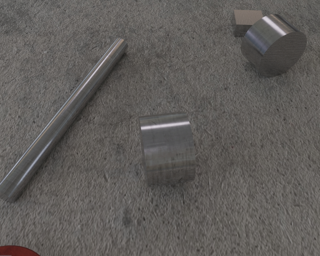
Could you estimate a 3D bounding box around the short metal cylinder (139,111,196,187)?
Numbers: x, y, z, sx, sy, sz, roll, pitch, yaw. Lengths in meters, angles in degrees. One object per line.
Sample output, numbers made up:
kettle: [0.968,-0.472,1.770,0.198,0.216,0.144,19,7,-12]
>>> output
short metal cylinder: [0.006,0.024,0.348,0.050,0.080,0.080,-7,51,-6]

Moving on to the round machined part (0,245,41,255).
round machined part: [-0.133,0.155,0.261,0.099,0.042,0.098,0,50,0]

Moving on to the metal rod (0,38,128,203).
metal rod: [-0.118,-0.032,0.429,0.025,0.025,0.301,16,52,13]

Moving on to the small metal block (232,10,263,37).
small metal block: [0.160,-0.190,0.564,0.050,0.025,0.050,3,50,2]

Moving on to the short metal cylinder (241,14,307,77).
short metal cylinder: [0.173,-0.125,0.473,0.081,0.080,0.050,-18,53,-14]
